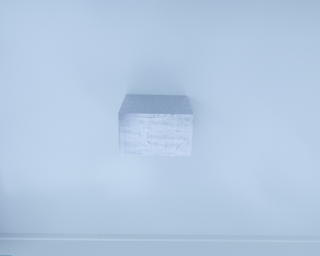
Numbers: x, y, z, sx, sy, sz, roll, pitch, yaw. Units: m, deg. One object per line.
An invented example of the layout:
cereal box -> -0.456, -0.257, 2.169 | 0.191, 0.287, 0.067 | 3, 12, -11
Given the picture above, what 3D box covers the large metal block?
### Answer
large metal block -> -0.005, -0.006, 0.377 | 0.080, 0.080, 0.050 | 1, 110, -1
